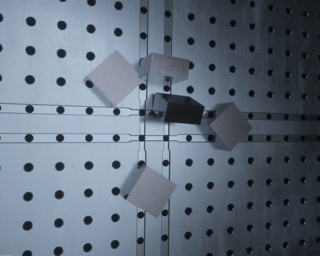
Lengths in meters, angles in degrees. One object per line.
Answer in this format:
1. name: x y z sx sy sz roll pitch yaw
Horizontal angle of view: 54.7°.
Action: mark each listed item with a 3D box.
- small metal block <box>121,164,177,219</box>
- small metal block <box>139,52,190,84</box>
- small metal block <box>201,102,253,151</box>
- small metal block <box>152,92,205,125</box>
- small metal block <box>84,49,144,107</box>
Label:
1. small metal block: -0.014 0.082 0.409 0.050 0.025 0.050 35 78 -17
2. small metal block: 0.004 -0.076 0.402 0.050 0.050 0.025 6 88 -20
3. small metal block: 0.098 -0.002 0.450 0.050 0.025 0.050 -43 104 -15
4. small metal block: 0.023 -0.026 0.406 0.050 0.050 0.025 5 108 -20
5. small metal block: -0.058 -0.062 0.392 0.050 0.025 0.050 -46 105 -14
